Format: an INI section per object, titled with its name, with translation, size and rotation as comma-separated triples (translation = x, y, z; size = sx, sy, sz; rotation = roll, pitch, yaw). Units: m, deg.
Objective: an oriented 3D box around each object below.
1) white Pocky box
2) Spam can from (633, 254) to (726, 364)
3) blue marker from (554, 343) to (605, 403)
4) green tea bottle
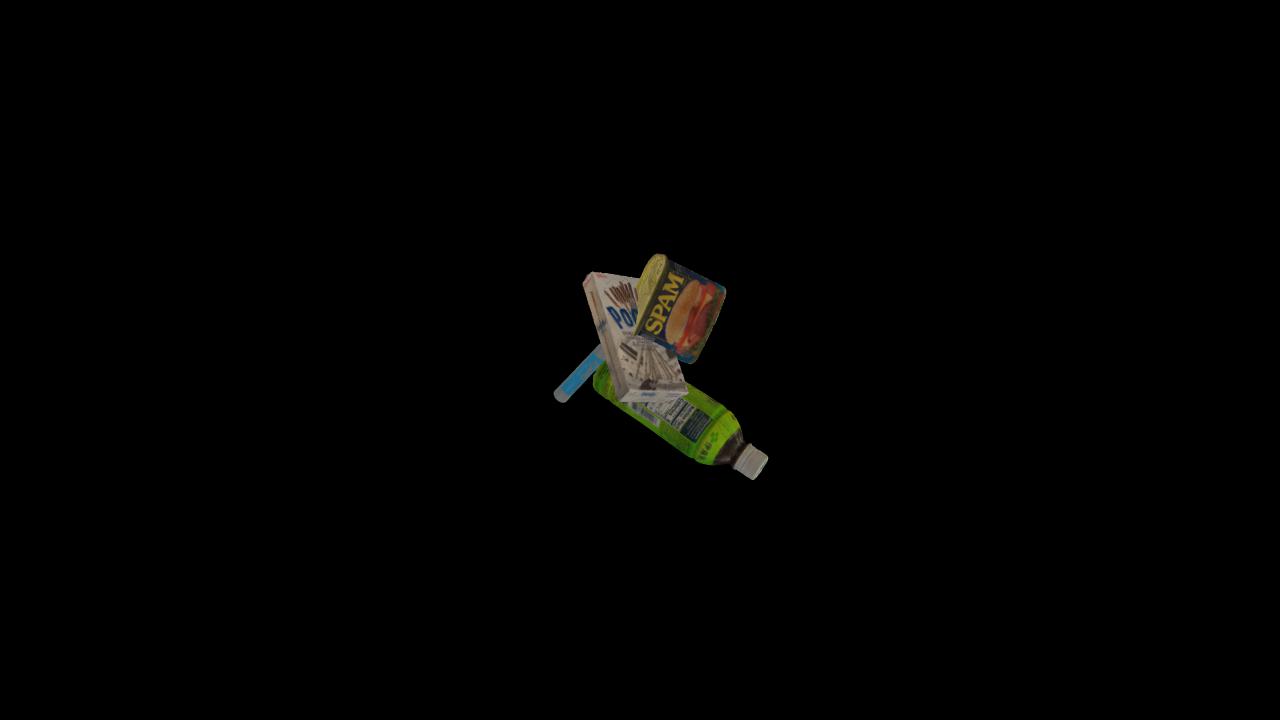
[white Pocky box]
translation = -0.006, -0.025, 0.674
size = 0.084, 0.154, 0.028
rotation = 3, -33, -36
[Spam can]
translation = 0.037, -0.055, 0.689
size = 0.085, 0.101, 0.058
rotation = 23, 6, -22
[blue marker]
translation = -0.056, 0.005, 0.693
size = 0.121, 0.020, 0.020
rotation = -45, -25, 28
[green tea bottle]
translation = 0.045, 0.061, 0.683
size = 0.212, 0.073, 0.073
rotation = 35, 15, 22
